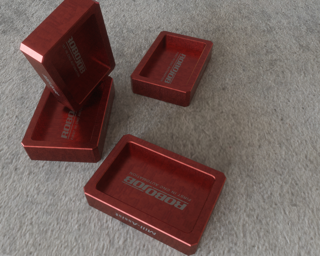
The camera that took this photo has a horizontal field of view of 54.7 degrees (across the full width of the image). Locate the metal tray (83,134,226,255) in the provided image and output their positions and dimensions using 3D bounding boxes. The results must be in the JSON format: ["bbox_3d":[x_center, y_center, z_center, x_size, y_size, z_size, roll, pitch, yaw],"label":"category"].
[{"bbox_3d":[-0.004,0.068,0.342,0.130,0.030,0.090,22,53,17],"label":"metal tray"}]

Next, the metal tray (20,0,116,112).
[{"bbox_3d":[-0.101,-0.084,0.372,0.030,0.130,0.090,32,73,12],"label":"metal tray"}]

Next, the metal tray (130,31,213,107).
[{"bbox_3d":[0.021,-0.096,0.480,0.090,0.030,0.130,17,52,13],"label":"metal tray"}]

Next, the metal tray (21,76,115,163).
[{"bbox_3d":[-0.115,-0.017,0.412,0.091,0.030,0.130,3,50,1],"label":"metal tray"}]
